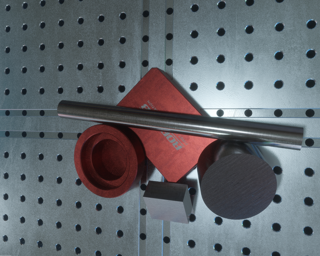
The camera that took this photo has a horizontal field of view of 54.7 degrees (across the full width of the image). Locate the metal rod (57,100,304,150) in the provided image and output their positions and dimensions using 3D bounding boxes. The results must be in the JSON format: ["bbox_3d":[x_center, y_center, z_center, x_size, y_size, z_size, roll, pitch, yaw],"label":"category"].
[{"bbox_3d":[0.008,-0.007,0.375,0.301,0.025,0.025,8,93,19],"label":"metal rod"}]

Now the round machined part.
[{"bbox_3d":[-0.064,0.041,0.420,0.098,0.042,0.097,3,97,24],"label":"round machined part"}]

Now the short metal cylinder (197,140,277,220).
[{"bbox_3d":[0.084,0.056,0.353,0.081,0.050,0.079,0,108,2],"label":"short metal cylinder"}]

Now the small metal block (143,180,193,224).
[{"bbox_3d":[0.011,0.094,0.393,0.050,0.025,0.050,3,134,19],"label":"small metal block"}]

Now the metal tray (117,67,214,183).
[{"bbox_3d":[0.009,-0.004,0.407,0.090,0.030,0.130,-45,77,14],"label":"metal tray"}]
